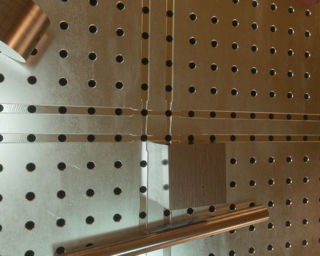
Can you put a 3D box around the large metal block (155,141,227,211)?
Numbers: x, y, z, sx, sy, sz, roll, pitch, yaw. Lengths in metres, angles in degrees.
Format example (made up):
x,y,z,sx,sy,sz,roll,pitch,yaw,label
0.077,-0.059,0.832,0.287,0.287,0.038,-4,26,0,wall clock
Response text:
x,y,z,sx,sy,sz,roll,pitch,yaw,label
0.040,0.060,0.414,0.081,0.050,0.080,-2,91,-20,large metal block

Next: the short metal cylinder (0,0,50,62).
x,y,z,sx,sy,sz,roll,pitch,yaw,label
-0.164,-0.112,0.322,0.080,0.080,0.050,31,80,-18,short metal cylinder

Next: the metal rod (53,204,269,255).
x,y,z,sx,sy,sz,roll,pitch,yaw,label
0.016,0.146,0.418,0.303,0.025,0.025,-7,93,-20,metal rod
